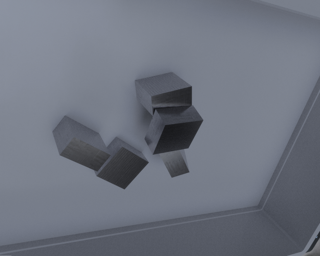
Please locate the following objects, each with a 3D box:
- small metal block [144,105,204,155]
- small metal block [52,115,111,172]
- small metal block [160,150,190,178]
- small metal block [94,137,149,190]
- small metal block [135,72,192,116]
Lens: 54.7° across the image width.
[{"bbox_3d":[0.015,0.002,0.362,0.050,0.025,0.050,-8,140,-29],"label":"small metal block"},{"bbox_3d":[-0.090,0.017,0.354,0.050,0.050,0.025,33,100,-38],"label":"small metal block"},{"bbox_3d":[0.017,0.029,0.416,0.025,0.050,0.050,-19,129,8],"label":"small metal block"},{"bbox_3d":[-0.052,0.047,0.409,0.050,0.025,0.050,-49,129,6],"label":"small metal block"},{"bbox_3d":[0.004,-0.042,0.368,0.050,0.050,0.025,-16,124,-19],"label":"small metal block"}]
